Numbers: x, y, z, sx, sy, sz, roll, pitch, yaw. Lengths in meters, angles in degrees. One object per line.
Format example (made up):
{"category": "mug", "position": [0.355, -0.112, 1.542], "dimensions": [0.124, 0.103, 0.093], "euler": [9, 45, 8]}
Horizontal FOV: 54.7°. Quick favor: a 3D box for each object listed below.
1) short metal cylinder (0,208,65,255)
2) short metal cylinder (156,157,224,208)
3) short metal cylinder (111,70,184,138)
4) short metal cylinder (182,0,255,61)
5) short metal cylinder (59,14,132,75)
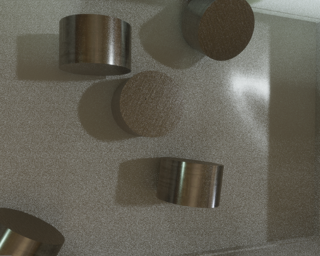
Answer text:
{"category": "short metal cylinder", "position": [-0.150, 0.126, 0.326], "dimensions": [0.080, 0.080, 0.050], "euler": [30, 80, -18]}
{"category": "short metal cylinder", "position": [0.038, 0.067, 0.395], "dimensions": [0.081, 0.080, 0.050], "euler": [8, 88, -20]}
{"category": "short metal cylinder", "position": [-0.017, -0.029, 0.391], "dimensions": [0.081, 0.050, 0.080], "euler": [0, 90, -20]}
{"category": "short metal cylinder", "position": [0.075, -0.135, 0.408], "dimensions": [0.081, 0.050, 0.079], "euler": [-10, 121, -18]}
{"category": "short metal cylinder", "position": [-0.073, -0.091, 0.354], "dimensions": [0.081, 0.080, 0.050], "euler": [1, 90, -20]}
